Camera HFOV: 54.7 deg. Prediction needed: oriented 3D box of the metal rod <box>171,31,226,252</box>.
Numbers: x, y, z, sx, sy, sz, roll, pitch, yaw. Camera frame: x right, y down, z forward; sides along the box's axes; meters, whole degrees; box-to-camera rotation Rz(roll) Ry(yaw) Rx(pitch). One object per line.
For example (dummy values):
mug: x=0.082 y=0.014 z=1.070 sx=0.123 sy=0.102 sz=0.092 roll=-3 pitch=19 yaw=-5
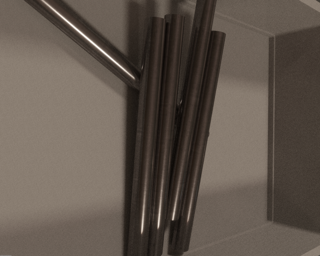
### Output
metal rod: x=0.052 y=0.021 z=0.423 sx=0.025 sy=0.025 sz=0.298 roll=6 pitch=95 yaw=-40

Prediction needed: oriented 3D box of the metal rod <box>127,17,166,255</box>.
metal rod: x=-0.017 y=0.022 z=0.372 sx=0.025 sy=0.025 sz=0.298 roll=0 pitch=97 yaw=-40

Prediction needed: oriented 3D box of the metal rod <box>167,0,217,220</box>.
metal rod: x=0.037 y=-0.028 z=0.404 sx=0.025 sy=0.025 sz=0.298 roll=6 pitch=96 yaw=-40

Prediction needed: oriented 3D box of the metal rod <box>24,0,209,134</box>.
metal rod: x=-0.035 y=-0.065 z=0.378 sx=0.301 sy=0.025 sz=0.025 roll=38 pitch=67 yaw=-34

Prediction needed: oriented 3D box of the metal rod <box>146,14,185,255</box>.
metal rod: x=0.004 y=0.014 z=0.387 sx=0.025 sy=0.025 sz=0.298 roll=0 pitch=97 yaw=-40
